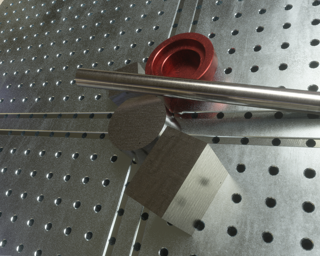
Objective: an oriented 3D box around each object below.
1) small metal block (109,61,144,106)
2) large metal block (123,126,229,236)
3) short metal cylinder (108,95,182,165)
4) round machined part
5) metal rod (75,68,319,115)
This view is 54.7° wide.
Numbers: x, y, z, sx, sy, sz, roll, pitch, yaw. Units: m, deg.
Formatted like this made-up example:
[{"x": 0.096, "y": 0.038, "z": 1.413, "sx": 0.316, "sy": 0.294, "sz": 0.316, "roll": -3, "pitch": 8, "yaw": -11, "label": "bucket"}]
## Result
[{"x": -0.050, "y": -0.068, "z": 0.474, "sx": 0.050, "sy": 0.025, "sz": 0.050, "roll": -17, "pitch": 55, "yaw": 18, "label": "small metal block"}, {"x": 0.021, "y": 0.057, "z": 0.326, "sx": 0.050, "sy": 0.080, "sz": 0.080, "roll": 24, "pitch": 75, "yaw": 36, "label": "large metal block"}, {"x": -0.019, "y": 0.003, "z": 0.399, "sx": 0.080, "sy": 0.050, "sz": 0.080, "roll": -13, "pitch": 56, "yaw": 20, "label": "short metal cylinder"}, {"x": 0.033, "y": -0.081, "z": 0.429, "sx": 0.098, "sy": 0.042, "sz": 0.098, "roll": -13, "pitch": 56, "yaw": 20, "label": "round machined part"}, {"x": 0.038, "y": -0.046, "z": 0.370, "sx": 0.301, "sy": 0.025, "sz": 0.025, "roll": 8, "pitch": 65, "yaw": 16, "label": "metal rod"}]
